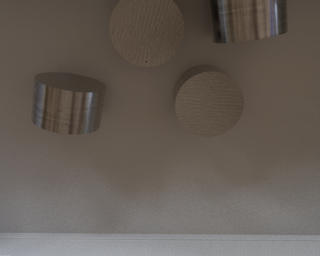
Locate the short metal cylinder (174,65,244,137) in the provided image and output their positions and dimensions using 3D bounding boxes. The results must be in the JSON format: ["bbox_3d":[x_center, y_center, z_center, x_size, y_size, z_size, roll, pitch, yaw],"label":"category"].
[{"bbox_3d":[0.058,-0.035,0.385,0.081,0.050,0.079,0,110,0],"label":"short metal cylinder"}]

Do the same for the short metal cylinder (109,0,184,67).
[{"bbox_3d":[-0.014,-0.114,0.356,0.081,0.050,0.079,0,110,0],"label":"short metal cylinder"}]

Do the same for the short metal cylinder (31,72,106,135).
[{"bbox_3d":[-0.108,-0.031,0.369,0.081,0.080,0.050,11,110,-4],"label":"short metal cylinder"}]

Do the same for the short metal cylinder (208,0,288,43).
[{"bbox_3d":[0.095,-0.125,0.337,0.080,0.080,0.050,-9,110,3],"label":"short metal cylinder"}]
